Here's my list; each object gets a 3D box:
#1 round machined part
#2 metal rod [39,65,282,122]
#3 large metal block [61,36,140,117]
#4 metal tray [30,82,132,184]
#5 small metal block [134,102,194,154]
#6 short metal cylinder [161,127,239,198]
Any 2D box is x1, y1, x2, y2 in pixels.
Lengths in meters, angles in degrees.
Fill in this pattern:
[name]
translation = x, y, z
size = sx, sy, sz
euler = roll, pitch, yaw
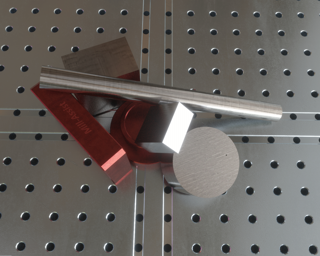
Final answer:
[round machined part]
translation = -0.016, 0.000, 0.405
size = 0.099, 0.042, 0.098
euler = 0, 70, -1
[metal rod]
translation = 0.017, -0.037, 0.375
size = 0.302, 0.025, 0.025
euler = 7, 69, -19
[large metal block]
translation = -0.071, -0.063, 0.403
size = 0.080, 0.080, 0.050
euler = -20, 72, -7
[metal tray]
translation = -0.091, 0.004, 0.374
size = 0.030, 0.090, 0.130
euler = -42, 76, -14
[small metal block]
translation = 0.004, 0.001, 0.352
size = 0.025, 0.050, 0.050
euler = 37, 66, -32
[short metal cylinder]
translation = 0.046, 0.041, 0.371
size = 0.081, 0.050, 0.080
euler = 2, 83, -15
